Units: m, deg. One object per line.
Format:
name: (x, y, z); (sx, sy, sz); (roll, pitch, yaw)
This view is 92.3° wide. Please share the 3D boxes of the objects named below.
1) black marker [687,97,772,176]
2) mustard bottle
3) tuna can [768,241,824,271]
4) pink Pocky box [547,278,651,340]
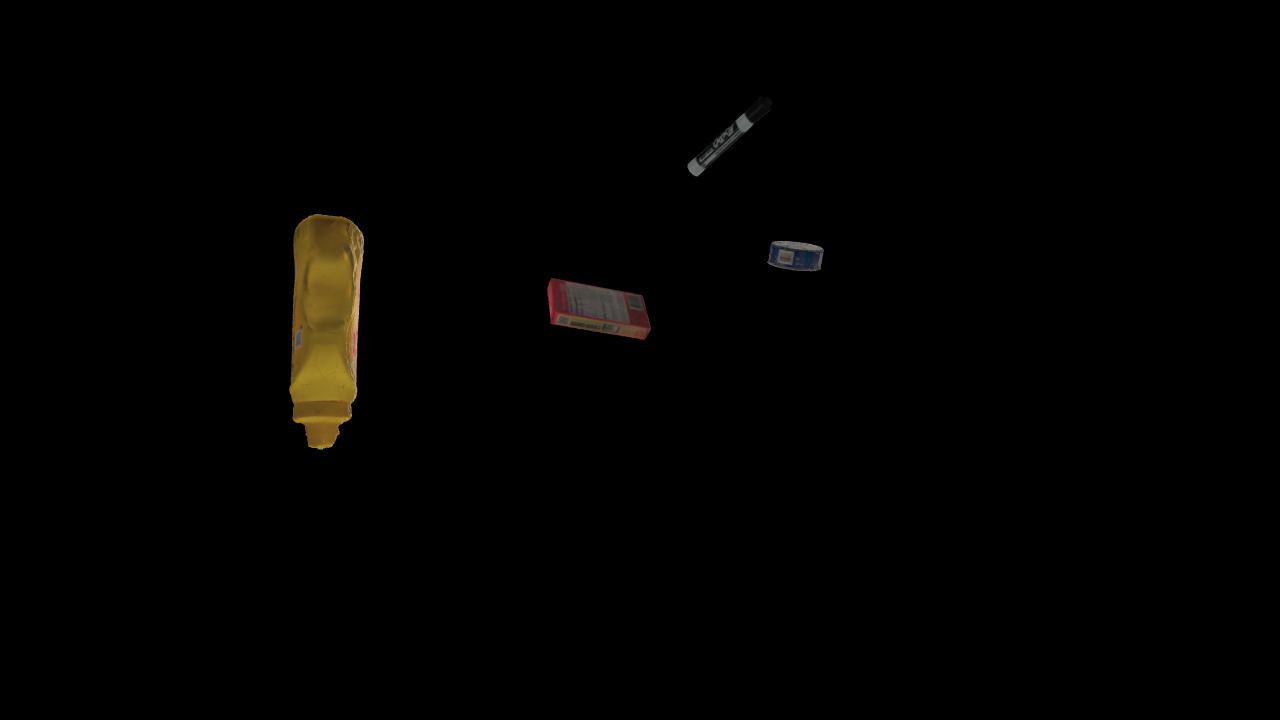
black marker: (0.101, -0.253, 0.697); (0.020, 0.020, 0.121); (0, -25, -43)
mustard bottle: (-0.261, -0.019, 0.509); (0.054, 0.184, 0.092); (4, -14, -33)
tuna can: (0.246, -0.165, 0.974); (0.084, 0.034, 0.084); (4, 19, -2)
pink Pocky box: (-0.064, -0.079, 0.951); (0.155, 0.029, 0.084); (9, 42, -21)
